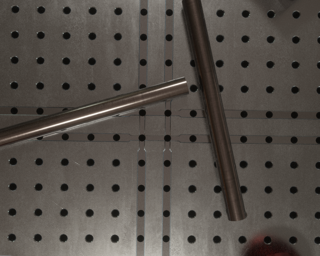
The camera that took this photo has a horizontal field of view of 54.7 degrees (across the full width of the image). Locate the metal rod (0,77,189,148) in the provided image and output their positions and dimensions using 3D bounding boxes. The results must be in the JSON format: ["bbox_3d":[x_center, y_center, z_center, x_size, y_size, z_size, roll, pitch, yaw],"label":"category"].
[{"bbox_3d":[-0.110,-0.015,0.411,0.302,0.025,0.025,-16,90,-1],"label":"metal rod"}]

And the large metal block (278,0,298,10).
[{"bbox_3d":[0.179,-0.219,0.403,0.080,0.050,0.080,-40,91,0],"label":"large metal block"}]

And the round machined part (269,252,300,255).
[{"bbox_3d":[0.163,0.212,0.407,0.099,0.042,0.097,0,90,-1],"label":"round machined part"}]

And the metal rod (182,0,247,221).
[{"bbox_3d":[0.072,-0.026,0.414,0.025,0.025,0.298,-12,90,0],"label":"metal rod"}]
